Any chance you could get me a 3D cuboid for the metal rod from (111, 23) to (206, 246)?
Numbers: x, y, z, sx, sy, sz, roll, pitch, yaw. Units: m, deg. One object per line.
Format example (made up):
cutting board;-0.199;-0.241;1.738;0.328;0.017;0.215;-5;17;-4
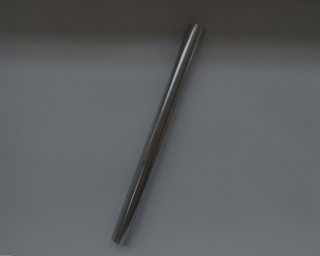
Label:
metal rod;-0.002;0.008;0.409;0.025;0.025;0.299;20;90;0
